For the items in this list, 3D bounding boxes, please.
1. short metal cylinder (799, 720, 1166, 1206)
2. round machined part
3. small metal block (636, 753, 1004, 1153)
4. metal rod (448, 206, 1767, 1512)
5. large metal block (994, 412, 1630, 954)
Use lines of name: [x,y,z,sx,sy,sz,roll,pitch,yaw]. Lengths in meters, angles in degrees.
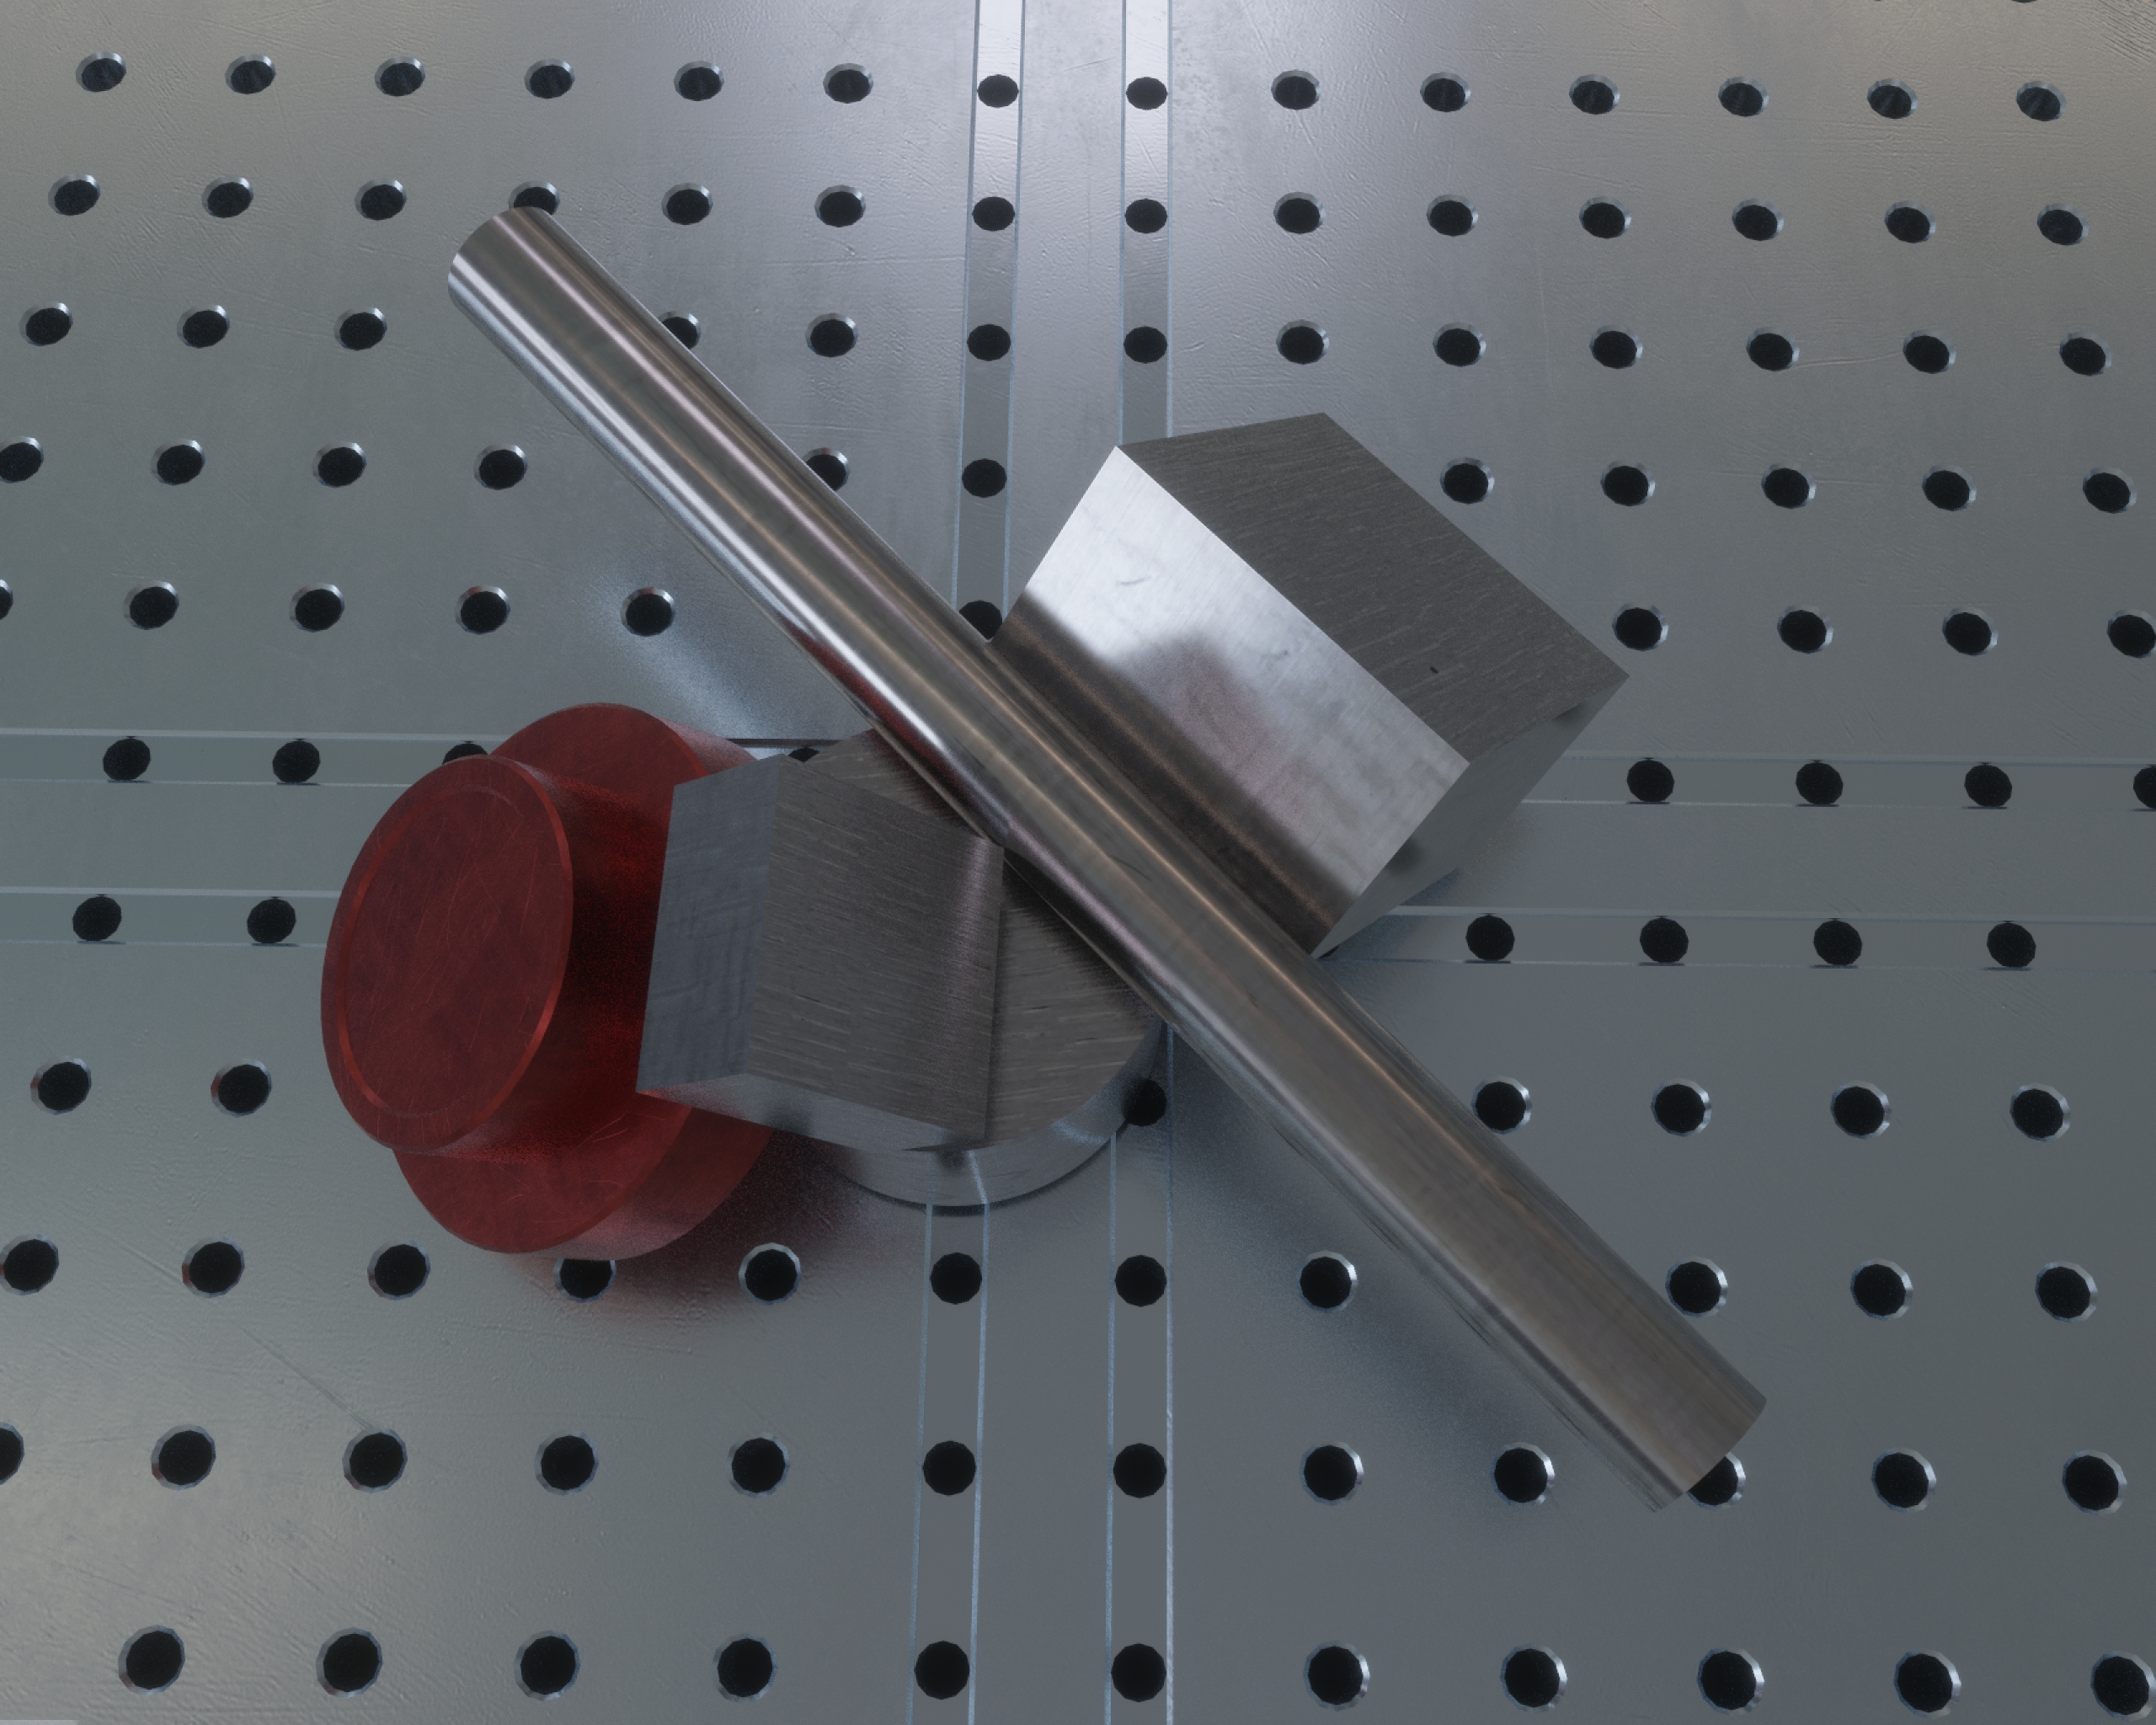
short metal cylinder: [-0.024,0.020,0.387,0.081,0.050,0.080,0,70,0]
round machined part: [-0.094,0.019,0.364,0.098,0.042,0.098,-12,70,36]
small metal block: [-0.040,0.016,0.333,0.025,0.050,0.050,-13,65,38]
metal rod: [-0.006,-0.011,0.359,0.025,0.025,0.300,-42,75,-14]
large metal block: [0.043,-0.035,0.385,0.080,0.050,0.080,44,33,14]
